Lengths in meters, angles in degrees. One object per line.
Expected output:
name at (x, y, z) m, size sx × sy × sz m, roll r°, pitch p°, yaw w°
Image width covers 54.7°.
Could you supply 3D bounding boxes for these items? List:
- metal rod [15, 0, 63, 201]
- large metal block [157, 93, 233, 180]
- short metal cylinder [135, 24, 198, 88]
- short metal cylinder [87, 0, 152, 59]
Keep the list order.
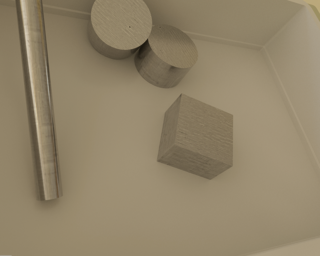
metal rod at (-0.126, -0.079, 0.310) m, size 0.025 × 0.025 × 0.298 m, roll -6°, pitch 89°, yaw -31°
large metal block at (0.048, 0.012, 0.410) m, size 0.080 × 0.050 × 0.080 m, roll 21°, pitch 54°, yaw -16°
short metal cylinder at (0.009, -0.106, 0.461) m, size 0.081 × 0.050 × 0.080 m, roll 14°, pitch 56°, yaw -21°
short metal cylinder at (-0.057, -0.140, 0.426) m, size 0.081 × 0.050 × 0.080 m, roll 1°, pitch 87°, yaw -19°
